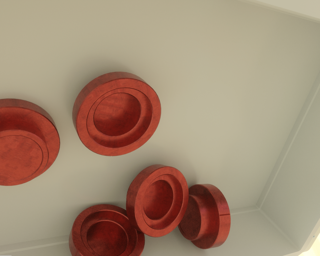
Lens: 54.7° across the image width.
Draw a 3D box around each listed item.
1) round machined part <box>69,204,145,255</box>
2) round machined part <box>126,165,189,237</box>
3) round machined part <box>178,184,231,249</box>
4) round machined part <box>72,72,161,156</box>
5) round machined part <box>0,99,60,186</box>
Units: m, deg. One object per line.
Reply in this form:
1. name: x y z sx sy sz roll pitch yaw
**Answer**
1. round machined part: -0.074 0.156 0.420 0.099 0.098 0.042 3 127 -31
2. round machined part: -0.008 0.100 0.440 0.099 0.042 0.097 -4 96 -41
3. round machined part: 0.060 0.137 0.481 0.042 0.098 0.097 4 117 -30
4. round machined part: -0.052 -0.019 0.359 0.099 0.042 0.097 -14 125 -21
5. round machined part: -0.156 0.022 0.326 0.099 0.042 0.097 -14 125 -21
